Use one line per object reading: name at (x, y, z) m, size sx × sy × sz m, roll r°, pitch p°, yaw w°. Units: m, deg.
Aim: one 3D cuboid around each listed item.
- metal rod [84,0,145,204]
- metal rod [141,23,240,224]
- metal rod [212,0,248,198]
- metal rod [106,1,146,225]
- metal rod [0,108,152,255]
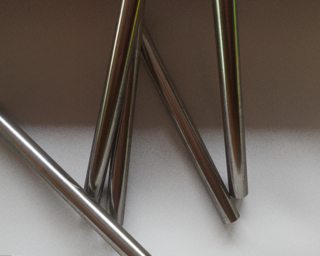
metal rod at (-0.056, -0.038, 0.364) m, size 0.025 × 0.025 × 0.298 m, roll 15°, pitch 109°, yaw 0°
metal rod at (0.028, -0.013, 0.411) m, size 0.025 × 0.025 × 0.299 m, roll -26°, pitch 90°, yaw 0°
metal rod at (0.081, -0.047, 0.353) m, size 0.025 × 0.025 × 0.298 m, roll -10°, pitch 114°, yaw 0°
metal rod at (-0.045, -0.020, 0.396) m, size 0.025 × 0.025 × 0.298 m, roll 6°, pitch 96°, yaw 0°
metal rod at (-0.121, 0.070, 0.388) m, size 0.300 × 0.025 × 0.025 m, roll 42°, pitch 90°, yaw 8°
